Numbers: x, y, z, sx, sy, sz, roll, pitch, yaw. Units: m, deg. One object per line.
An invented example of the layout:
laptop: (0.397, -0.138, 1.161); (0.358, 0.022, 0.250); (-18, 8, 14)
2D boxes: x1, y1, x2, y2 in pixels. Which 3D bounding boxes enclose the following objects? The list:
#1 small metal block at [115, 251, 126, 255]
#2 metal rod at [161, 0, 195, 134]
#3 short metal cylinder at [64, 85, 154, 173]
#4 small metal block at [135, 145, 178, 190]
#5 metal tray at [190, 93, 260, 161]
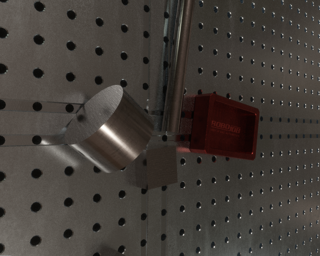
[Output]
small metal block: (-0.043, 0.179, 0.359); (0.025, 0.050, 0.050); (51, 60, -28)
metal rod: (0.033, -0.141, 0.438); (0.025, 0.025, 0.298); (12, 82, -40)
short metal cylinder: (-0.054, 0.000, 0.330); (0.050, 0.080, 0.080); (46, 62, -31)
small metal block: (-0.005, 0.050, 0.407); (0.050, 0.025, 0.050); (-5, 93, -40)
metal tray: (0.108, 0.002, 0.499); (0.131, 0.030, 0.090); (11, 83, -40)
